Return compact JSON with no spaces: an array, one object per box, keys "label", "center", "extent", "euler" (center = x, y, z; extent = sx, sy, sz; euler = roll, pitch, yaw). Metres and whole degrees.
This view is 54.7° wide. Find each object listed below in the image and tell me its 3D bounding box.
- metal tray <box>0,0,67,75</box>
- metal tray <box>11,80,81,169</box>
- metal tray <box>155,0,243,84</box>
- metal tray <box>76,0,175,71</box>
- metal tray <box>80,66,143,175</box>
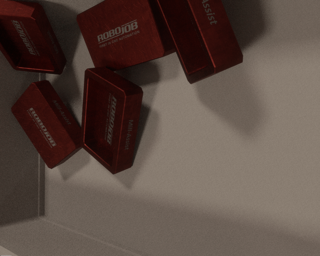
[{"label":"metal tray","center":[-0.215,-0.141,0.496],"extent":[0.091,0.130,0.030],"euler":[6,62,5]},{"label":"metal tray","center":[-0.191,-0.005,0.532],"extent":[0.090,0.030,0.130],"euler":[-35,88,34]},{"label":"metal tray","center":[0.031,-0.115,0.318],"extent":[0.090,0.030,0.129],"euler":[-176,63,-79]},{"label":"metal tray","center":[-0.048,-0.129,0.419],"extent":[0.130,0.030,0.090],"euler":[-7,109,39]},{"label":"metal tray","center":[-0.073,-0.011,0.439],"extent":[0.090,0.030,0.129],"euler":[33,125,34]}]
